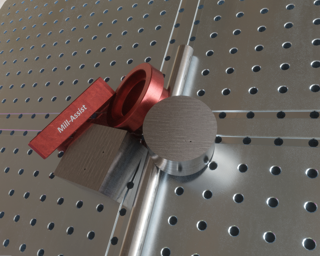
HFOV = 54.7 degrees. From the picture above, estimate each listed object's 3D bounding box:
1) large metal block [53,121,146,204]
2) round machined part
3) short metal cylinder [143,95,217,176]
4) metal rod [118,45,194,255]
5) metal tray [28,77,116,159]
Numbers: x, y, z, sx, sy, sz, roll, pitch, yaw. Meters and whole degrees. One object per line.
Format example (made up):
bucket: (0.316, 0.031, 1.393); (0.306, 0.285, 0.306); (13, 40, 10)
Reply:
large metal block: (-0.078, 0.043, 0.407); (0.080, 0.050, 0.080); (11, 67, 32)
round machined part: (-0.026, -0.035, 0.416); (0.098, 0.042, 0.098); (-37, 36, 34)
short metal cylinder: (0.023, 0.010, 0.357); (0.080, 0.050, 0.080); (-2, 64, 4)
metal rod: (0.001, 0.016, 0.398); (0.025, 0.025, 0.300); (1, 62, 29)
metal tray: (-0.123, -0.018, 0.449); (0.130, 0.030, 0.090); (-44, 13, -2)
